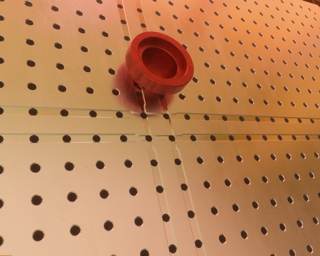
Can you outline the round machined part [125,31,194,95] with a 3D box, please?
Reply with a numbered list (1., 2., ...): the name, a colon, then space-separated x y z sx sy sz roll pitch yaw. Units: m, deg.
1. round machined part: -0.004 -0.088 0.448 0.099 0.042 0.098 13 56 -21
